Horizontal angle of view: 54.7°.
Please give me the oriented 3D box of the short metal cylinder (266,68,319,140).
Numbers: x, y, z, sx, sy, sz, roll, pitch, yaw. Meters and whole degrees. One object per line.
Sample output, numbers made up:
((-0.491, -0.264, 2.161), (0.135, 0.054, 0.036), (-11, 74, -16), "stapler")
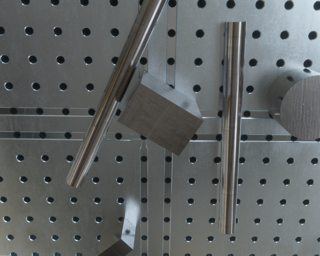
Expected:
((0.182, -0.032, 0.390), (0.081, 0.050, 0.079), (0, 110, 0), "short metal cylinder")

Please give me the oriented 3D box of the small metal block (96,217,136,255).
((-0.065, 0.169, 0.462), (0.050, 0.050, 0.025), (-39, 106, 13), "small metal block")

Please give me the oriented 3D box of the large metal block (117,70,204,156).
((0.001, -0.021, 0.376), (0.080, 0.080, 0.050), (30, 107, -11), "large metal block")

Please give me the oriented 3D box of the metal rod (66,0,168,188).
((-0.056, -0.049, 0.394), (0.025, 0.025, 0.298), (25, 108, -9), "metal rod")

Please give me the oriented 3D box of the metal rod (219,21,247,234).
((0.096, 0.014, 0.418), (0.025, 0.025, 0.298), (-2, 110, 1), "metal rod")
